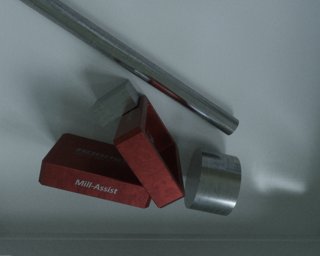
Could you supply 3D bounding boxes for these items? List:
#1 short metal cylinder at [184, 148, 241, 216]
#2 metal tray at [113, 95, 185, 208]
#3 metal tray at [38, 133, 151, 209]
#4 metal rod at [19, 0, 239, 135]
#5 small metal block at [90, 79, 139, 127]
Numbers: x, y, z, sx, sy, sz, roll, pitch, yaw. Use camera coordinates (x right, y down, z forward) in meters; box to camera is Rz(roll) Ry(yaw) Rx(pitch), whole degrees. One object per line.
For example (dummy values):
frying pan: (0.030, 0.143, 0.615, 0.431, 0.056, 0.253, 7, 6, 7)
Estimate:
short metal cylinder: (0.067, 0.071, 0.409, 0.050, 0.080, 0.079, 13, 110, -5)
metal tray: (-0.010, 0.020, 0.363, 0.030, 0.130, 0.090, -29, 108, 10)
metal tray: (-0.073, 0.051, 0.394, 0.131, 0.090, 0.030, 15, 109, -6)
metal rod: (-0.028, -0.078, 0.381, 0.301, 0.025, 0.025, 32, 107, -12)
small metal block: (-0.055, -0.032, 0.385, 0.050, 0.050, 0.025, -31, 108, 10)
